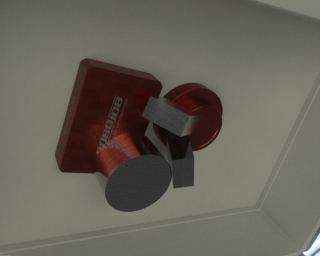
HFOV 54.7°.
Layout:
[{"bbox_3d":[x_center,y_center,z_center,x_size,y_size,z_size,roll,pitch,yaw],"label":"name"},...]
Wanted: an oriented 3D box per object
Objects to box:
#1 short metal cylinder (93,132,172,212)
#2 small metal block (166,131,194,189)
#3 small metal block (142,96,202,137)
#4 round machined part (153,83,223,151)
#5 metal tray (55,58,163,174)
[{"bbox_3d":[-0.033,0.051,0.367,0.081,0.050,0.079,-14,125,-21],"label":"short metal cylinder"},{"bbox_3d":[0.024,0.037,0.378,0.025,0.050,0.050,-7,130,-3],"label":"small metal block"},{"bbox_3d":[0.015,-0.014,0.358,0.025,0.050,0.050,-65,163,12],"label":"small metal block"},{"bbox_3d":[0.044,-0.008,0.416,0.099,0.042,0.097,-14,125,-21],"label":"round machined part"},{"bbox_3d":[-0.061,-0.007,0.364,0.091,0.030,0.129,8,114,-32],"label":"metal tray"}]
